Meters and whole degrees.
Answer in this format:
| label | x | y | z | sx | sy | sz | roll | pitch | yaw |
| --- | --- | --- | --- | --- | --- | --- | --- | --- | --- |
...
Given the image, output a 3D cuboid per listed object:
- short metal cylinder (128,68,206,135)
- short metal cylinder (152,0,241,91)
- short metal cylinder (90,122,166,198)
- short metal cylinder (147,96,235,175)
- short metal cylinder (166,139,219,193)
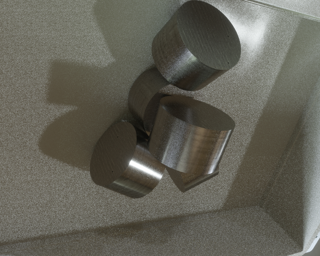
| label | x | y | z | sx | sy | sz | roll | pitch | yaw |
| --- | --- | --- | --- | --- | --- | --- | --- | --- | --- |
| short metal cylinder | 0.008 | -0.028 | 0.376 | 0.081 | 0.050 | 0.079 | -14 | 124 | -21 |
| short metal cylinder | 0.038 | -0.086 | 0.330 | 0.081 | 0.080 | 0.050 | 4 | 159 | -30 |
| short metal cylinder | -0.039 | 0.039 | 0.373 | 0.050 | 0.080 | 0.080 | 33 | 100 | -38 |
| short metal cylinder | 0.032 | 0.005 | 0.326 | 0.081 | 0.080 | 0.050 | 3 | 117 | -30 |
| short metal cylinder | 0.035 | 0.039 | 0.414 | 0.050 | 0.080 | 0.080 | -25 | 128 | -12 |
